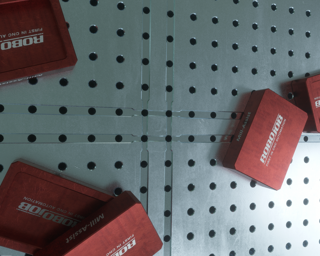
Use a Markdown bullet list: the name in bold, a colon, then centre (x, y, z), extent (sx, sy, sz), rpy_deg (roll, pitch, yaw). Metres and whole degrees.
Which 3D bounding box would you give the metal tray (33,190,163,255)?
- **metal tray**: centre (-0.068, 0.146, 0.367), extent (0.131, 0.030, 0.090), rpy_deg (-33, 123, -18)

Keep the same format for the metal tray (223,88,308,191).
- **metal tray**: centre (0.161, 0.017, 0.469), extent (0.090, 0.030, 0.130), rpy_deg (27, 81, -18)

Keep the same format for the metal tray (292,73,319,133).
- **metal tray**: centre (0.288, -0.052, 0.515), extent (0.131, 0.030, 0.090), rpy_deg (-18, 96, -19)

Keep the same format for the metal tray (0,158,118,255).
- **metal tray**: centre (-0.125, 0.101, 0.363), extent (0.131, 0.030, 0.090), rpy_deg (26, 82, -18)

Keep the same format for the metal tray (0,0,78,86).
- **metal tray**: centre (-0.170, -0.098, 0.347), extent (0.131, 0.030, 0.090), rpy_deg (-18, 96, -19)
